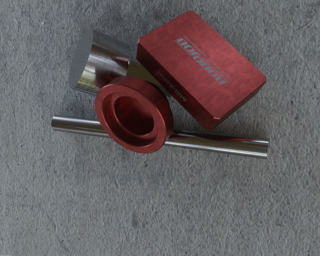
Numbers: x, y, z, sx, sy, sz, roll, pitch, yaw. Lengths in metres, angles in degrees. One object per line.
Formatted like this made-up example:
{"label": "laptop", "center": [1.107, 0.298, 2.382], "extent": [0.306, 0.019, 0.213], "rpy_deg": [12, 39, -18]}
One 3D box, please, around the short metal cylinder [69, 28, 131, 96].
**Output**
{"label": "short metal cylinder", "center": [-0.080, -0.082, 0.404], "extent": [0.080, 0.050, 0.080], "rpy_deg": [-33, 48, 48]}

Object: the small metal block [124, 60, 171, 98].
{"label": "small metal block", "center": [-0.011, -0.062, 0.399], "extent": [0.050, 0.050, 0.025], "rpy_deg": [25, 99, 18]}

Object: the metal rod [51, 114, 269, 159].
{"label": "metal rod", "center": [-0.014, 0.008, 0.415], "extent": [0.301, 0.025, 0.025], "rpy_deg": [7, 92, 19]}

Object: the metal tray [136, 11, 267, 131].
{"label": "metal tray", "center": [0.046, -0.071, 0.364], "extent": [0.090, 0.030, 0.130], "rpy_deg": [-37, 75, -24]}

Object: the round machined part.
{"label": "round machined part", "center": [-0.027, -0.020, 0.378], "extent": [0.098, 0.042, 0.097], "rpy_deg": [18, 133, 21]}
